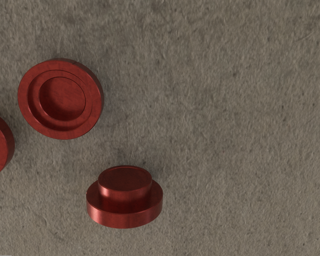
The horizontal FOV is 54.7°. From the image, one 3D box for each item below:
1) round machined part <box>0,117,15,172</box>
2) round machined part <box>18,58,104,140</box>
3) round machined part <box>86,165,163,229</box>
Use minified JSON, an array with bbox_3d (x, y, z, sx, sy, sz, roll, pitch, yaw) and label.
[{"bbox_3d":[-0.239,0.016,0.403,0.099,0.042,0.097,0,110,-1],"label":"round machined part"},{"bbox_3d":[-0.118,-0.038,0.385,0.099,0.042,0.097,0,110,-1],"label":"round machined part"},{"bbox_3d":[-0.045,0.082,0.400,0.099,0.098,0.042,2,110,-1],"label":"round machined part"}]
